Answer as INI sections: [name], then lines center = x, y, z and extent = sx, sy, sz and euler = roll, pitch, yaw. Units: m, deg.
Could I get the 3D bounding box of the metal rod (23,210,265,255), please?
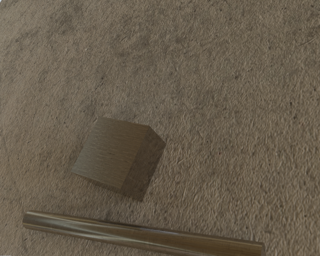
[metal rod]
center = -0.040, 0.120, 0.349
extent = 0.301, 0.025, 0.025
euler = -1, 61, 27

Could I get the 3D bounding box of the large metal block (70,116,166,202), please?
[large metal block]
center = -0.051, 0.037, 0.390
extent = 0.080, 0.050, 0.080
euler = 11, 67, 32
